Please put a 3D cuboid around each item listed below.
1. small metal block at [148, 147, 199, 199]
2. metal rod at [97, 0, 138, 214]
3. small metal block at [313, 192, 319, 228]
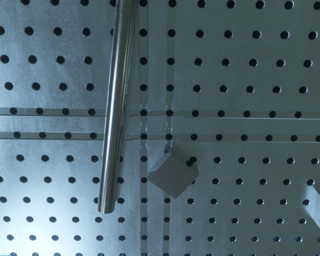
[{"bbox_3d":[0.019,0.064,0.437,0.050,0.025,0.050,37,106,-13],"label":"small metal block"},{"bbox_3d":[-0.058,-0.020,0.405,0.025,0.025,0.298,8,110,-3],"label":"metal rod"},{"bbox_3d":[0.262,0.121,0.460,0.050,0.025,0.050,-3,110,1],"label":"small metal block"}]
